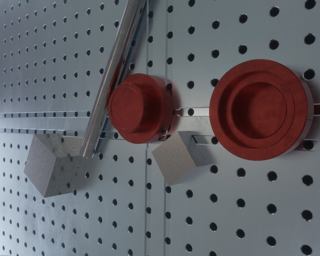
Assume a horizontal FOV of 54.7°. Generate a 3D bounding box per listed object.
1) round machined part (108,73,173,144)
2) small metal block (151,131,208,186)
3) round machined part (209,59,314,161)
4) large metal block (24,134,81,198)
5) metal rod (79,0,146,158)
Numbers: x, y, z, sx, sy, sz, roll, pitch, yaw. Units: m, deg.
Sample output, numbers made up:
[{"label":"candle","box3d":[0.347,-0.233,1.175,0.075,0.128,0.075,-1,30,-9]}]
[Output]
[{"label":"round machined part","box3d":[-0.033,-0.026,0.426,0.098,0.042,0.097,0,90,40]},{"label":"small metal block","box3d":[0.024,0.038,0.390,0.050,0.025,0.050,-41,65,32]},{"label":"round machined part","box3d":[0.103,-0.017,0.313,0.098,0.042,0.097,0,90,40]},{"label":"large metal block","box3d":[-0.192,0.064,0.552,0.080,0.050,0.079,34,111,34]},{"label":"metal rod","box3d":[-0.068,-0.090,0.465,0.025,0.025,0.298,34,111,35]}]
